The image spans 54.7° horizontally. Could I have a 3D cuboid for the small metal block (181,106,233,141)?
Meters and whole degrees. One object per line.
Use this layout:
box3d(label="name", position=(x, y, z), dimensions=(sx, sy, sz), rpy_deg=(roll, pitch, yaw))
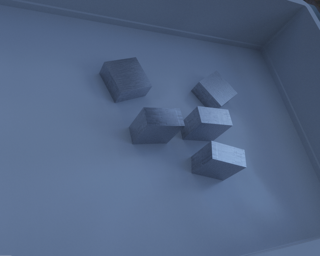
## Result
box3d(label="small metal block", position=(0.063, -0.004, 0.428), dimensions=(0.050, 0.050, 0.025), rpy_deg=(4, 60, -27))

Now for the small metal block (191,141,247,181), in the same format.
box3d(label="small metal block", position=(0.076, 0.044, 0.405), dimensions=(0.050, 0.050, 0.025), rpy_deg=(16, 56, -20))

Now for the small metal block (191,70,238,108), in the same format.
box3d(label="small metal block", position=(0.086, -0.057, 0.489), dimensions=(0.050, 0.025, 0.050), rpy_deg=(49, 51, 6))

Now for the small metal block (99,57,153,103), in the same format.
box3d(label="small metal block", position=(-0.047, -0.066, 0.422), dimensions=(0.050, 0.025, 0.050), rpy_deg=(-18, 72, -35))

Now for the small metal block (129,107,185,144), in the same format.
box3d(label="small metal block", position=(-0.005, -0.002, 0.390), dimensions=(0.050, 0.050, 0.025), rpy_deg=(0, 62, -29))
